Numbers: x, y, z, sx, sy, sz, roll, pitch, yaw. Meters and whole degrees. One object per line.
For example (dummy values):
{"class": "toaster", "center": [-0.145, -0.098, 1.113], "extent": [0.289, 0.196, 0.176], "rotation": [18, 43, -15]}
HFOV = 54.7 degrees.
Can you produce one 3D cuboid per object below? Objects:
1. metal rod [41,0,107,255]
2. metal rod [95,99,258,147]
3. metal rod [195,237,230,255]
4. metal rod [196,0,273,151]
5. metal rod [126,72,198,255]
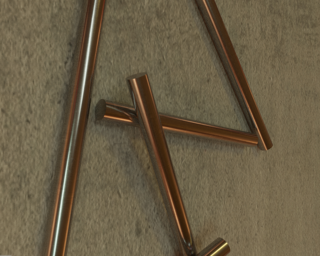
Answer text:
{"class": "metal rod", "center": [-0.089, -0.017, 0.331], "extent": [0.025, 0.025, 0.298], "rotation": [13, 82, -40]}
{"class": "metal rod", "center": [0.047, 0.001, 0.446], "extent": [0.302, 0.025, 0.025], "rotation": [10, 83, -40]}
{"class": "metal rod", "center": [-0.028, 0.221, 0.362], "extent": [0.302, 0.025, 0.025], "rotation": [-25, 106, -31]}
{"class": "metal rod", "center": [0.128, -0.086, 0.514], "extent": [0.025, 0.025, 0.299], "rotation": [-44, 117, -31]}
{"class": "metal rod", "center": [0.012, 0.076, 0.396], "extent": [0.025, 0.025, 0.298], "rotation": [-32, 116, -36]}
